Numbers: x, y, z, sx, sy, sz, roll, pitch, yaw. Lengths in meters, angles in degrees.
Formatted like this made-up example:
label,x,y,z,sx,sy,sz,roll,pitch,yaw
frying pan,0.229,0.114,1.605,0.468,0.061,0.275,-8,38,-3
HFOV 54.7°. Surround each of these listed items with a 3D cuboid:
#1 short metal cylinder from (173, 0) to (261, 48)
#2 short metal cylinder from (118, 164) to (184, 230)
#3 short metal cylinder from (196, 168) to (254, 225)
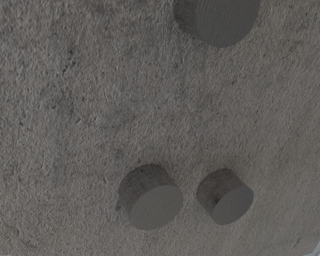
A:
label,x,y,z,sx,sy,sz,roll,pitch,yaw
short metal cylinder,0.061,-0.135,0.341,0.081,0.050,0.079,-14,124,-21
short metal cylinder,-0.013,0.099,0.444,0.081,0.050,0.079,-14,124,-21
short metal cylinder,0.109,0.115,0.521,0.081,0.050,0.079,-14,124,-21
